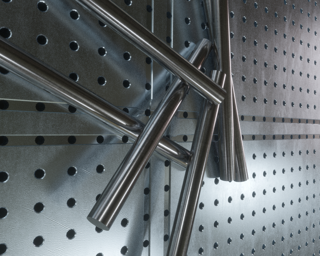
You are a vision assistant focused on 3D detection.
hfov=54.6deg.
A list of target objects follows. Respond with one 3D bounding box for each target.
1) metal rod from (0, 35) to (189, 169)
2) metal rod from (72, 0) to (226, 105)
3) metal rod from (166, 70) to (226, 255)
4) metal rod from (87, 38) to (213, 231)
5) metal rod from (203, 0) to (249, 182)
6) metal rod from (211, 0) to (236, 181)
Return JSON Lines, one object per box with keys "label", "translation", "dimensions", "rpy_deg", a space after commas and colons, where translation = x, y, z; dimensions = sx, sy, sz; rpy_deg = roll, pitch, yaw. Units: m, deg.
{"label": "metal rod", "translation": [-0.049, -0.010, 0.366], "dimensions": [0.301, 0.025, 0.025], "rpy_deg": [32, 70, -35]}
{"label": "metal rod", "translation": [-0.036, -0.113, 0.348], "dimensions": [0.301, 0.025, 0.025], "rpy_deg": [32, 70, -26]}
{"label": "metal rod", "translation": [0.046, 0.063, 0.411], "dimensions": [0.025, 0.025, 0.299], "rpy_deg": [25, 73, -37]}
{"label": "metal rod", "translation": [0.004, -0.015, 0.382], "dimensions": [0.025, 0.025, 0.301], "rpy_deg": [51, 52, -28]}
{"label": "metal rod", "translation": [0.106, -0.058, 0.496], "dimensions": [0.025, 0.025, 0.298], "rpy_deg": [-20, 103, -38]}
{"label": "metal rod", "translation": [0.096, -0.064, 0.469], "dimensions": [0.025, 0.025, 0.298], "rpy_deg": [-15, 105, -39]}
